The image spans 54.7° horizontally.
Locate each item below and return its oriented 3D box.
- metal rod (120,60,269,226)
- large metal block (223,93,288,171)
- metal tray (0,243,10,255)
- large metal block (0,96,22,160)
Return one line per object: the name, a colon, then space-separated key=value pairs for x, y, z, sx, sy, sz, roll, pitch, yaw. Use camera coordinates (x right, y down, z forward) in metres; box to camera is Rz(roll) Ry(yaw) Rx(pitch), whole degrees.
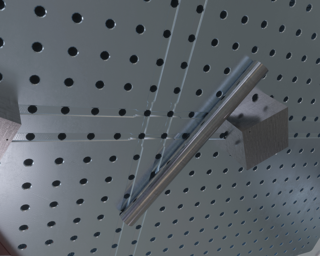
metal rod: x=0.046 y=0.026 z=0.452 sx=0.299 sy=0.025 sz=0.025 roll=-50 pitch=129 yaw=7
large metal block: x=0.148 y=0.006 z=0.479 sx=0.080 sy=0.050 sz=0.080 roll=-27 pitch=128 yaw=-11
metal tray: x=-0.237 y=0.202 z=0.402 sx=0.091 sy=0.030 sz=0.129 roll=-23 pitch=127 yaw=-15
large metal block: x=-0.191 y=0.003 z=0.292 sx=0.080 sy=0.050 sz=0.080 roll=26 pitch=104 yaw=-37
